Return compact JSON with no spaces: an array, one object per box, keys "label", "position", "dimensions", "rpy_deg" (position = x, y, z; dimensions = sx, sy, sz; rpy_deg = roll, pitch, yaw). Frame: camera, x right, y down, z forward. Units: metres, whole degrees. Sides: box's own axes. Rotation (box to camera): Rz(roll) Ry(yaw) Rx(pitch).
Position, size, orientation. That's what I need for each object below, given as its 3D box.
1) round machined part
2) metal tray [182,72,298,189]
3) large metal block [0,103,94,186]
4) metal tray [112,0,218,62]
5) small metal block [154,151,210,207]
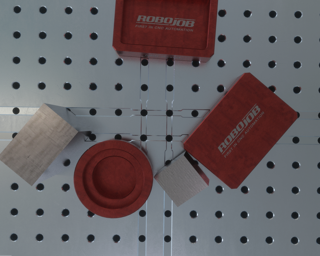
[{"label":"round machined part","position":[-0.058,0.063,0.404],"dimensions":[0.099,0.042,0.097],"rpy_deg":[0,90,0]},{"label":"metal tray","position":[0.104,0.003,0.412],"dimensions":[0.090,0.030,0.130],"rpy_deg":[41,90,0]},{"label":"large metal block","position":[-0.136,0.018,0.385],"dimensions":[0.050,0.080,0.080],"rpy_deg":[40,90,0]},{"label":"metal tray","position":[0.007,-0.139,0.410],"dimensions":[0.131,0.030,0.089],"rpy_deg":[4,90,0]},{"label":"small metal block","position":[0.029,0.066,0.408],"dimensions":[0.050,0.025,0.050],"rpy_deg":[-38,91,15]}]
